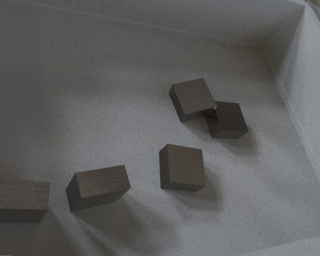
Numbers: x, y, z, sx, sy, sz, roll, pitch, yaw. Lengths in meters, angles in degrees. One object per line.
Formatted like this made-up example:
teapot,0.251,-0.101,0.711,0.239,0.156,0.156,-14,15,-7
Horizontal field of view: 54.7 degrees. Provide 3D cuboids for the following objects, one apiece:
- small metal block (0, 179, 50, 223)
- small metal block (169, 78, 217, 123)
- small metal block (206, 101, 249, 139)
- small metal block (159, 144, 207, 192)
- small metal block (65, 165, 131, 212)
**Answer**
small metal block,-0.130,0.067,0.279,0.050,0.050,0.025,9,58,-24
small metal block,0.047,-0.041,0.449,0.050,0.025,0.050,-15,68,-17
small metal block,0.099,-0.012,0.469,0.050,0.025,0.050,3,61,-28
small metal block,0.028,0.051,0.391,0.050,0.025,0.050,11,57,-23
small metal block,-0.064,0.062,0.318,0.050,0.050,0.025,-6,65,-31
